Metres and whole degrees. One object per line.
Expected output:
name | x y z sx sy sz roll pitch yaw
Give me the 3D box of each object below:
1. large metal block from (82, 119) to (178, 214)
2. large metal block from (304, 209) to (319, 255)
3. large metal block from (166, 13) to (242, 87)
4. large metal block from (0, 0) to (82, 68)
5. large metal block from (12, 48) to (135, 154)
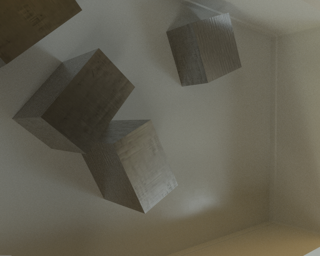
large metal block | -0.038 0.038 0.339 0.050 0.080 0.080 -34 112 -35
large metal block | 0.384 0.248 0.715 0.080 0.050 0.080 52 59 -27
large metal block | 0.065 -0.112 0.444 0.081 0.050 0.080 -28 108 -36
large metal block | -0.128 -0.092 0.263 0.080 0.080 0.050 -50 120 -28
large metal block | -0.084 -0.024 0.300 0.050 0.080 0.080 47 62 -30
